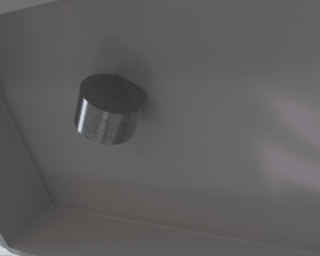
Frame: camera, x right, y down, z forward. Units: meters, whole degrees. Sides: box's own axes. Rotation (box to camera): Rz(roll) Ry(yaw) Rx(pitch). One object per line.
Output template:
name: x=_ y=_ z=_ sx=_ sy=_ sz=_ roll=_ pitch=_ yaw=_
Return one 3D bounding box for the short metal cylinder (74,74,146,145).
short metal cylinder: x=-0.064 y=-0.025 z=0.392 sx=0.080 sy=0.080 sz=0.050 roll=30 pitch=128 yaw=9
